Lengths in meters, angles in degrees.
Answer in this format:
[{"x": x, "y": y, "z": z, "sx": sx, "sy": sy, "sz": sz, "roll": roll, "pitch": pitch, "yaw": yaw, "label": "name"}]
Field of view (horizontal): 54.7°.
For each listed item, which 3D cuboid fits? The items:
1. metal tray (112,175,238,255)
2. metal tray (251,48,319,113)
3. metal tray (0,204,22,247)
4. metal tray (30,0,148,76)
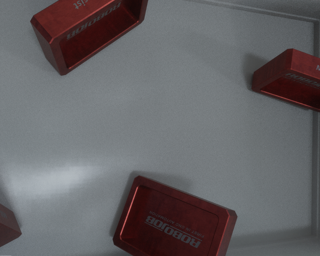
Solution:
[{"x": 0.014, "y": 0.119, "z": 0.365, "sx": 0.030, "sy": 0.130, "sz": 0.090, "roll": 30, "pitch": 77, "yaw": -56, "label": "metal tray"}, {"x": 0.212, "y": -0.063, "z": 0.444, "sx": 0.131, "sy": 0.090, "sz": 0.030, "roll": 16, "pitch": 75, "yaw": -11, "label": "metal tray"}, {"x": -0.195, "y": 0.100, "z": 0.284, "sx": 0.091, "sy": 0.129, "sz": 0.030, "roll": -26, "pitch": 69, "yaw": -18, "label": "metal tray"}, {"x": -0.071, "y": -0.121, "z": 0.347, "sx": 0.131, "sy": 0.090, "sz": 0.030, "roll": -40, "pitch": 87, "yaw": -16, "label": "metal tray"}]
